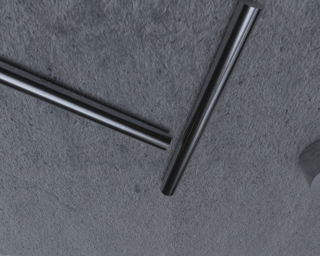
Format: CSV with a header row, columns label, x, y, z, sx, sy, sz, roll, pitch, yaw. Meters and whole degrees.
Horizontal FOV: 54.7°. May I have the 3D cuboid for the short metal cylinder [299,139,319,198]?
label,x,y,z,sx,sy,sz,roll,pitch,yaw
short metal cylinder,0.248,0.057,0.442,0.081,0.050,0.079,0,130,0

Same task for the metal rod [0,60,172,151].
label,x,y,z,sx,sy,sz,roll,pitch,yaw
metal rod,-0.121,-0.037,0.374,0.302,0.025,0.025,24,126,-19

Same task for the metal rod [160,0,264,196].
label,x,y,z,sx,sy,sz,roll,pitch,yaw
metal rod,0.051,-0.012,0.397,0.025,0.025,0.298,12,129,-10
